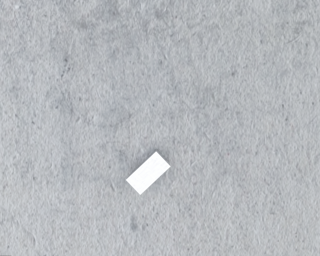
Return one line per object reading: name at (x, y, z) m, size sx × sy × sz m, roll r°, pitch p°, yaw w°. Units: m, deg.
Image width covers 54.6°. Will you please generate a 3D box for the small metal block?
small metal block at (-0.014, 0.054, 0.397) m, size 0.050 × 0.050 × 0.025 m, roll -43°, pitch 90°, yaw 0°
